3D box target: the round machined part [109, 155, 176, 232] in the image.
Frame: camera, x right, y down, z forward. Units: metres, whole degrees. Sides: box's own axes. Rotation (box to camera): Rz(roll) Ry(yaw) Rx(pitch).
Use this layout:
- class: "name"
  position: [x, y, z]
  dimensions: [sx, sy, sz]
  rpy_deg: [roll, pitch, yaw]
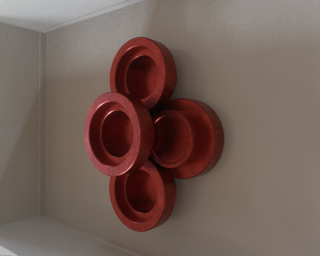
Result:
- class: "round machined part"
  position: [-0.018, 0.081, 0.406]
  dimensions: [0.098, 0.042, 0.097]
  rpy_deg: [0, 90, 39]

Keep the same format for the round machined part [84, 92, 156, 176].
- class: "round machined part"
  position: [-0.044, 0.007, 0.373]
  dimensions: [0.098, 0.042, 0.097]
  rpy_deg: [0, 90, 39]

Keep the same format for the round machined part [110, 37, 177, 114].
- class: "round machined part"
  position: [-0.017, -0.065, 0.405]
  dimensions: [0.098, 0.042, 0.097]
  rpy_deg: [0, 90, 39]

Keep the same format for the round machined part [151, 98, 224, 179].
- class: "round machined part"
  position: [0.023, 0.013, 0.372]
  dimensions: [0.098, 0.042, 0.097]
  rpy_deg: [0, 90, 39]

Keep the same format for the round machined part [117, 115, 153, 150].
- class: "round machined part"
  position: [-0.053, 0.009, 0.435]
  dimensions: [0.098, 0.042, 0.097]
  rpy_deg: [0, 90, 39]
